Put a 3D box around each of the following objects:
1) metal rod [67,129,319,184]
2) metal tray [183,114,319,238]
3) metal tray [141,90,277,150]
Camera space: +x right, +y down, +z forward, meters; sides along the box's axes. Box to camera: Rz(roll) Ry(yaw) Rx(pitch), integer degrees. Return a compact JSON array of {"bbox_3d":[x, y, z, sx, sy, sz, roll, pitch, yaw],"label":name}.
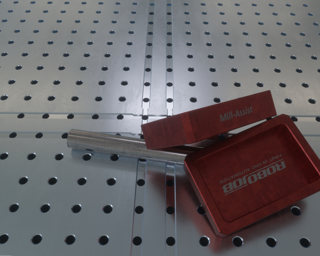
[{"bbox_3d":[0.035,0.034,0.379,0.302,0.025,0.025,8,51,6],"label":"metal rod"},{"bbox_3d":[0.102,0.049,0.337,0.131,0.030,0.090,-23,67,-7],"label":"metal tray"},{"bbox_3d":[0.056,-0.009,0.355,0.131,0.090,0.030,-16,91,-32],"label":"metal tray"}]
